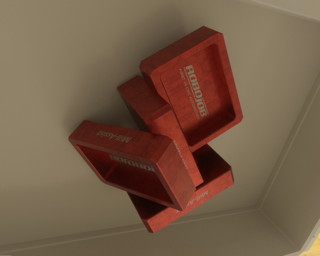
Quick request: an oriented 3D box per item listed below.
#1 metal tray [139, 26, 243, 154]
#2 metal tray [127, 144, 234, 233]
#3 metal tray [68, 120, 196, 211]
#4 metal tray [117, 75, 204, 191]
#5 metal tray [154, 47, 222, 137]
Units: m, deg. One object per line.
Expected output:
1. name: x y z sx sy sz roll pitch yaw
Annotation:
1. metal tray: 0.042 -0.040 0.364 0.090 0.030 0.130 -32 128 -8
2. metal tray: 0.021 0.071 0.422 0.131 0.090 0.030 -29 129 -11
3. metal tray: -0.033 0.040 0.349 0.030 0.130 0.090 -54 136 -30
4. metal tray: 0.002 0.010 0.372 0.030 0.090 0.130 -32 129 -8
5. metal tray: 0.050 -0.041 0.409 0.090 0.030 0.129 -29 128 -8
